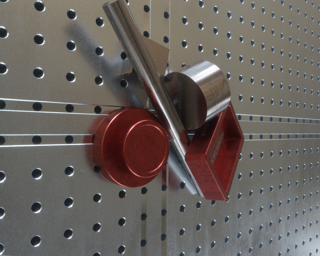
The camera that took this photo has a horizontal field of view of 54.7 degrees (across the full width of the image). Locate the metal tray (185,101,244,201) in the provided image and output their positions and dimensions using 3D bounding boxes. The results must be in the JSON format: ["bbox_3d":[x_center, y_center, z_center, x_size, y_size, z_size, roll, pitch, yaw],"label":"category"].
[{"bbox_3d":[0.085,0.028,0.452,0.090,0.030,0.130,61,40,-31],"label":"metal tray"}]

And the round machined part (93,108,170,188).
[{"bbox_3d":[-0.027,0.024,0.376,0.099,0.042,0.097,0,90,-40],"label":"round machined part"}]

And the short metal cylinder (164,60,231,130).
[{"bbox_3d":[0.046,-0.044,0.414,0.050,0.080,0.080,-32,110,-36],"label":"short metal cylinder"}]

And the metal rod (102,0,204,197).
[{"bbox_3d":[0.010,-0.018,0.398,0.025,0.025,0.299,-47,126,-30],"label":"metal rod"}]

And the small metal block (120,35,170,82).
[{"bbox_3d":[-0.018,-0.085,0.396,0.050,0.025,0.050,17,79,-39],"label":"small metal block"}]
